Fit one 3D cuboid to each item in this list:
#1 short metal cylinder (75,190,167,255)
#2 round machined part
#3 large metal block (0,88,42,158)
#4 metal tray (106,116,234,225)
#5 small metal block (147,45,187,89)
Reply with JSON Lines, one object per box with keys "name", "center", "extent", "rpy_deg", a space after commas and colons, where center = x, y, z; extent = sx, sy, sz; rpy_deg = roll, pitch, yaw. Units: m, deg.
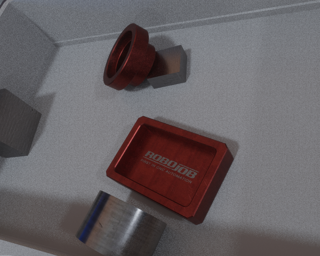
{"name": "short metal cylinder", "center": [-0.040, 0.106, 0.325], "extent": [0.080, 0.080, 0.050], "rpy_deg": [16, 70, 34]}
{"name": "round machined part", "center": [-0.042, -0.100, 0.459], "extent": [0.098, 0.042, 0.098], "rpy_deg": [-39, 39, 42]}
{"name": "large metal block", "center": [-0.251, -0.005, 0.502], "extent": [0.050, 0.080, 0.080], "rpy_deg": [-7, 59, 24]}
{"name": "metal tray", "center": [0.009, 0.044, 0.369], "extent": [0.130, 0.030, 0.090], "rpy_deg": [19, 72, 35]}
{"name": "small metal block", "center": [0.011, -0.089, 0.453], "extent": [0.050, 0.025, 0.050], "rpy_deg": [-9, 58, 23]}
